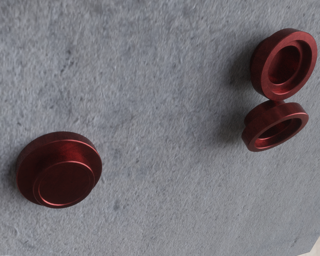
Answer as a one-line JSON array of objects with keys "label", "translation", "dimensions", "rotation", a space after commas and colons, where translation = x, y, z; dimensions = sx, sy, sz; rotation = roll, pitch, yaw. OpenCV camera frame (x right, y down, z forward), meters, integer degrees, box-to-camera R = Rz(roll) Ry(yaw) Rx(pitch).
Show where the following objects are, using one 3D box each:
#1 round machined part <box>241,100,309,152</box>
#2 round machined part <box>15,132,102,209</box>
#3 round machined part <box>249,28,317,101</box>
[{"label": "round machined part", "translation": [0.168, -0.008, 0.471], "dimensions": [0.099, 0.042, 0.098], "rotation": [-17, 149, -10]}, {"label": "round machined part", "translation": [-0.116, 0.056, 0.368], "dimensions": [0.099, 0.042, 0.097], "rotation": [-14, 125, -21]}, {"label": "round machined part", "translation": [0.166, -0.090, 0.433], "dimensions": [0.099, 0.042, 0.097], "rotation": [-14, 124, -21]}]
